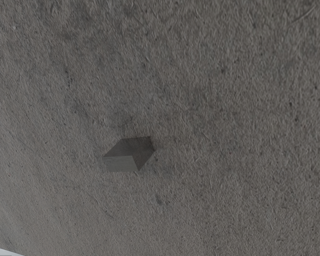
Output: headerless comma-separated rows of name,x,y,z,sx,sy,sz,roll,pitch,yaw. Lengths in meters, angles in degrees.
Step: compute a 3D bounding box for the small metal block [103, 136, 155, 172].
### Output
small metal block,-0.043,0.037,0.437,0.050,0.050,0.025,-6,115,31
